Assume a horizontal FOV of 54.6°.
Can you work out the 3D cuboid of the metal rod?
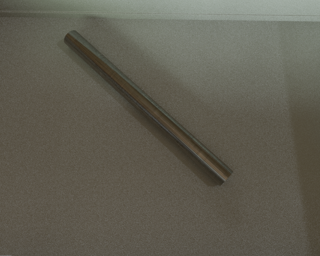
[{"bbox_3d":[-0.024,-0.035,0.422,0.300,0.025,0.025,43,75,14],"label":"metal rod"}]
